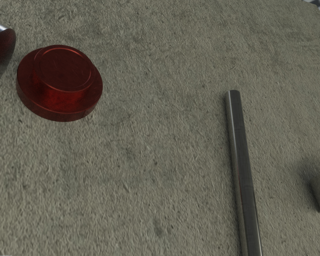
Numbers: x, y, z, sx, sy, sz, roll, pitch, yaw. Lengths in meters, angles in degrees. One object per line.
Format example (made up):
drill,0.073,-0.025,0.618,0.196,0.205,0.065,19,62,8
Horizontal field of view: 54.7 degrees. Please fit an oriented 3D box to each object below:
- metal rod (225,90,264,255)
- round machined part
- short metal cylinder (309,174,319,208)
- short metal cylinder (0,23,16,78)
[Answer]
metal rod,0.114,0.073,0.422,0.025,0.025,0.299,15,55,-20
round machined part,-0.116,-0.059,0.368,0.099,0.042,0.098,14,56,-21
short metal cylinder,0.274,0.093,0.463,0.081,0.080,0.050,3,61,-27
short metal cylinder,-0.192,-0.077,0.313,0.050,0.080,0.080,28,52,-11
